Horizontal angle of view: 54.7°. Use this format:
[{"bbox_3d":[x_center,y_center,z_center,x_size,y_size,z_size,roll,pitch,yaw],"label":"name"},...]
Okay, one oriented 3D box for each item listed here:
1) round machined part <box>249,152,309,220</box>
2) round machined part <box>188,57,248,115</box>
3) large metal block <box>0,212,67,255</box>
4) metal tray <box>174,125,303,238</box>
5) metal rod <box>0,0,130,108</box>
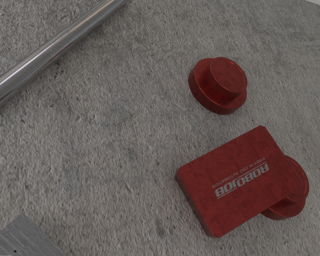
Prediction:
[{"bbox_3d":[0.169,0.076,0.437,0.099,0.042,0.098,14,56,-21],"label":"round machined part"},{"bbox_3d":[0.098,-0.073,0.490,0.099,0.042,0.098,14,56,-21],"label":"round machined part"},{"bbox_3d":[-0.116,0.130,0.246,0.080,0.050,0.080,43,51,2],"label":"large metal block"},{"bbox_3d":[0.096,0.064,0.383,0.131,0.030,0.090,-26,75,-15],"label":"metal tray"},{"bbox_3d":[-0.120,-0.121,0.412,0.025,0.025,0.301,36,51,-4],"label":"metal rod"}]
